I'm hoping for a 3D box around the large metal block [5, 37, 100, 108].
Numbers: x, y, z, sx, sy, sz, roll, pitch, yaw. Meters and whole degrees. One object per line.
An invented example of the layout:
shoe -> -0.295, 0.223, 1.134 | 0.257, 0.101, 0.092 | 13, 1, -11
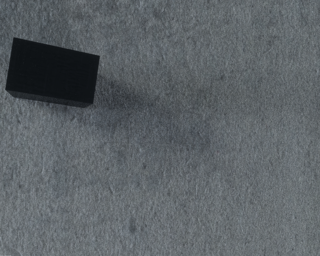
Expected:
large metal block -> -0.116, -0.055, 0.337 | 0.081, 0.080, 0.050 | 8, 87, -20
